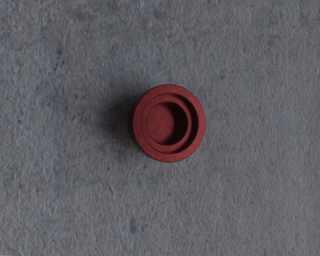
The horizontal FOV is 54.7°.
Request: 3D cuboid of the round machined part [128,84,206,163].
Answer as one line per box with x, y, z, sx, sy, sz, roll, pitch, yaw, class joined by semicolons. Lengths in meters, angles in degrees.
0.006;-0.006;0.403;0.099;0.042;0.097;0;90;-21;round machined part
